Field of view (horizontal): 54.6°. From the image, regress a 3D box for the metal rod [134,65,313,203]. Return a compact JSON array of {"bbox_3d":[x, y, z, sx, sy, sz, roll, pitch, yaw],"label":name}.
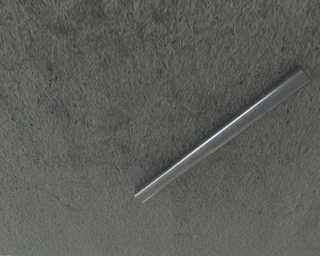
[{"bbox_3d":[0.068,0.023,0.426,0.025,0.025,0.299,34,122,-25],"label":"metal rod"}]
